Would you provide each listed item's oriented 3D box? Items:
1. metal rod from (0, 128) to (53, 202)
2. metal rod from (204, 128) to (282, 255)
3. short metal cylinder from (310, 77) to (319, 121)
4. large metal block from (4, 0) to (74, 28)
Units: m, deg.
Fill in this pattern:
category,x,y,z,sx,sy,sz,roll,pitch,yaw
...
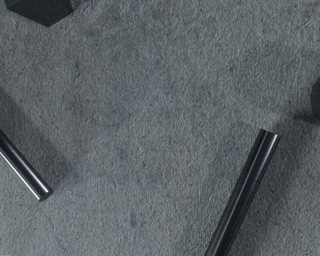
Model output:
category,x,y,z,sx,sy,sz,roll,pitch,yaw
metal rod,-0.277,0.002,0.504,0.300,0.025,0.025,44,103,14
metal rod,0.075,0.143,0.381,0.025,0.025,0.298,24,98,18
short metal cylinder,0.205,-0.034,0.324,0.080,0.050,0.079,0,90,19
large metal block,-0.180,-0.202,0.441,0.050,0.080,0.080,-24,82,18
